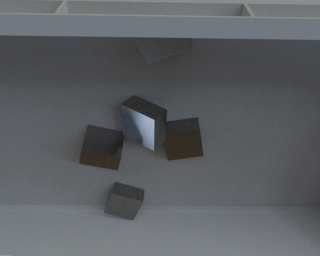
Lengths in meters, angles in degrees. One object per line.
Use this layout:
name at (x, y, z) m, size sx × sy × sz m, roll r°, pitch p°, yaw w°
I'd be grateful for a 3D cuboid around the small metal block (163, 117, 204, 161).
small metal block at (0.031, 0.015, 0.422) m, size 0.050 × 0.025 × 0.050 m, roll -8°, pitch 130°, yaw 7°

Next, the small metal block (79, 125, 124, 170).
small metal block at (-0.077, 0.026, 0.414) m, size 0.050 × 0.050 × 0.025 m, roll 12°, pitch 129°, yaw -10°

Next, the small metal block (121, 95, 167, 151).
small metal block at (-0.020, -0.006, 0.387) m, size 0.050 × 0.025 × 0.050 m, roll 26°, pitch 136°, yaw 25°

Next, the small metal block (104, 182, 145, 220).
small metal block at (-0.058, 0.120, 0.507) m, size 0.050 × 0.025 × 0.050 m, roll 19°, pitch 124°, yaw -12°

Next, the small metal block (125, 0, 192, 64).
small metal block at (0.000, -0.099, 0.315) m, size 0.050 × 0.025 × 0.050 m, roll -14°, pitch 140°, yaw 22°
